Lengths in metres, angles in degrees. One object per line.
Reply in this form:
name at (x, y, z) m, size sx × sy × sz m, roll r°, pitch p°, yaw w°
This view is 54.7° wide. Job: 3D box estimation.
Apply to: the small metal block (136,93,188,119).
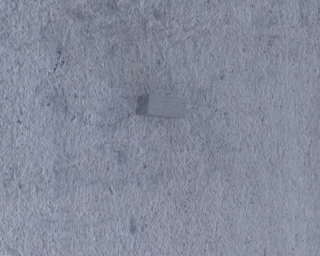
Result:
small metal block at (0.001, -0.027, 0.398) m, size 0.050 × 0.050 × 0.025 m, roll 6°, pitch 88°, yaw -20°
